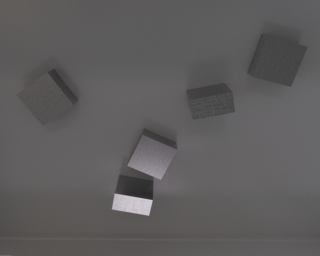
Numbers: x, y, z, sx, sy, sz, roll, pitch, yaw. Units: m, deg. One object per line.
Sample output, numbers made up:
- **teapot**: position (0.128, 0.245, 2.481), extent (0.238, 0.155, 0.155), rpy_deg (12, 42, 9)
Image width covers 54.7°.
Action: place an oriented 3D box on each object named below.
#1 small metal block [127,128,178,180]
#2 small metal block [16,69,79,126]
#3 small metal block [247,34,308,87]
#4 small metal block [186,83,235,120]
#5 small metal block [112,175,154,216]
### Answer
- **small metal block**: position (-0.010, 0.036, 0.424), extent (0.050, 0.025, 0.050), rpy_deg (24, 108, -9)
- **small metal block**: position (-0.143, -0.039, 0.396), extent (0.050, 0.025, 0.050), rpy_deg (-32, 107, 11)
- **small metal block**: position (0.143, -0.083, 0.382), extent (0.050, 0.025, 0.050), rpy_deg (14, 110, -5)
- **small metal block**: position (0.061, -0.034, 0.386), extent (0.050, 0.050, 0.025), rpy_deg (-11, 110, 4)
- **small metal block**: position (-0.037, 0.093, 0.432), extent (0.050, 0.050, 0.025), rpy_deg (11, 110, -4)
